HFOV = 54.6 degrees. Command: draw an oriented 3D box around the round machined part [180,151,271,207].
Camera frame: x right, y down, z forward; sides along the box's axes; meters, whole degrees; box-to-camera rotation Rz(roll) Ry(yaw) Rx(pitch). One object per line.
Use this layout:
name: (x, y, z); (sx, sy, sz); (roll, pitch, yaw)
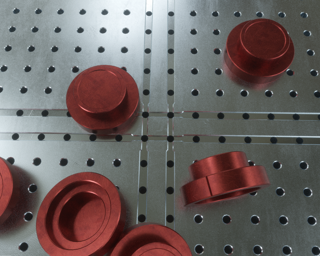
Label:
round machined part: (0.070, 0.057, 0.352); (0.099, 0.098, 0.042); (-12, 71, -4)

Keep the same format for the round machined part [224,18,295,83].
round machined part: (0.145, -0.117, 0.446); (0.099, 0.042, 0.098); (0, 70, 0)

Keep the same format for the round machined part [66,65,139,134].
round machined part: (-0.078, -0.044, 0.418); (0.099, 0.042, 0.098); (0, 70, 0)

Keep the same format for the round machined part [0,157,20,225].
round machined part: (-0.218, 0.079, 0.373); (0.099, 0.042, 0.098); (0, 70, 0)

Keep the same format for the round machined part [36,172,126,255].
round machined part: (-0.085, 0.103, 0.355); (0.098, 0.042, 0.098); (-6, 57, 10)

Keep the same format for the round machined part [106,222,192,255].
round machined part: (-0.009, 0.154, 0.332); (0.099, 0.042, 0.098); (3, 80, -15)
